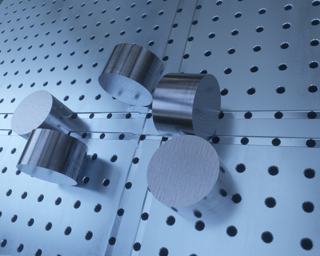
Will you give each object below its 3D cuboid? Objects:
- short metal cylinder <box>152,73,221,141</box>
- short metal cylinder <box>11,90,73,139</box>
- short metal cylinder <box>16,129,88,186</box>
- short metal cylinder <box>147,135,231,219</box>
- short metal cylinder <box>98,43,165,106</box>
[{"bbox_3d":[0.034,-0.025,0.370,0.050,0.080,0.080,8,66,31],"label":"short metal cylinder"},{"bbox_3d":[-0.188,-0.014,0.497,0.080,0.050,0.080,-13,56,20],"label":"short metal cylinder"},{"bbox_3d":[-0.145,0.041,0.421,0.080,0.080,0.050,-1,62,27],"label":"short metal cylinder"},{"bbox_3d":[0.033,0.054,0.341,0.080,0.050,0.080,-13,56,20],"label":"short metal cylinder"},{"bbox_3d":[-0.039,-0.073,0.437,0.080,0.080,0.050,8,66,31],"label":"short metal cylinder"}]
